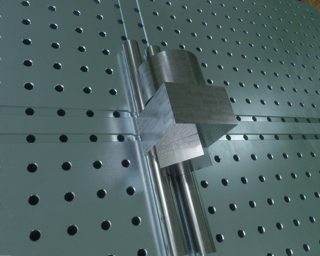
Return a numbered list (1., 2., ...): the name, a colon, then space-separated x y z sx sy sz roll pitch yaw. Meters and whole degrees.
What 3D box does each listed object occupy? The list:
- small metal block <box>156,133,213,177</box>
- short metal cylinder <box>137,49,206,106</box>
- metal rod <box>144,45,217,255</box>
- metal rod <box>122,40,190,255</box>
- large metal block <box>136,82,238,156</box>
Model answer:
1. small metal block: 0.029 0.033 0.360 0.050 0.050 0.025 46 27 -62
2. short metal cylinder: 0.016 -0.052 0.387 0.081 0.080 0.050 1 62 -28
3. metal rod: 0.020 0.012 0.415 0.025 0.025 0.299 1 61 -28
4. metal rod: -0.012 0.008 0.399 0.025 0.025 0.299 1 61 -28
5. large metal block: 0.028 -0.008 0.363 0.081 0.080 0.050 0 62 -29
